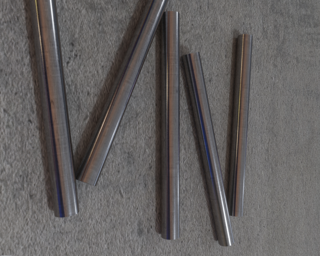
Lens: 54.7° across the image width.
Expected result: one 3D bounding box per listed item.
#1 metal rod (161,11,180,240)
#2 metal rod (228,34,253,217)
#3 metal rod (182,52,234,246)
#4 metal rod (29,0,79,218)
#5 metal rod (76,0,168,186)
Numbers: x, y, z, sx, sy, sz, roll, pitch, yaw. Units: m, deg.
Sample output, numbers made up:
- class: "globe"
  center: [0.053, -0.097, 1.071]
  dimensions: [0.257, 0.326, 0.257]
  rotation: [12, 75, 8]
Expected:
- class: "metal rod"
  center: [0.014, -0.003, 0.416]
  dimensions: [0.025, 0.025, 0.298]
  rotation: [0, 90, -40]
- class: "metal rod"
  center: [0.133, -0.006, 0.516]
  dimensions: [0.025, 0.025, 0.298]
  rotation: [7, 86, -40]
- class: "metal rod"
  center: [0.075, 0.038, 0.467]
  dimensions: [0.025, 0.025, 0.298]
  rotation: [-20, 103, -38]
- class: "metal rod"
  center: [-0.110, -0.059, 0.311]
  dimensions: [0.025, 0.025, 0.298]
  rotation: [-9, 96, -40]
- class: "metal rod"
  center: [-0.034, -0.077, 0.375]
  dimensions: [0.025, 0.025, 0.299]
  rotation: [31, 71, -36]
